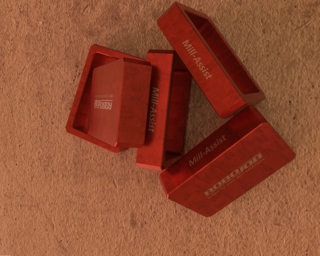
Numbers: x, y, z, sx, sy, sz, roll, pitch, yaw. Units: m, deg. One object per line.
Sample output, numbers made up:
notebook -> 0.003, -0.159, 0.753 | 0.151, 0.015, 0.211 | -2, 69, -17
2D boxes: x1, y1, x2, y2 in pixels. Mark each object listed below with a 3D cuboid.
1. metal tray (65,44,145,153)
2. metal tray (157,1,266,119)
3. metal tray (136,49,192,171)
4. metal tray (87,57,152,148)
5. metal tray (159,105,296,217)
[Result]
metal tray -> -0.070, -0.041, 0.431 | 0.090, 0.030, 0.129 | 21, 97, 18
metal tray -> 0.061, -0.076, 0.351 | 0.030, 0.091, 0.130 | -38, 78, 30
metal tray -> 0.009, -0.020, 0.372 | 0.030, 0.090, 0.129 | 7, 93, 20
metal tray -> -0.053, -0.030, 0.368 | 0.130, 0.030, 0.089 | 11, 95, 64
metal tray -> 0.076, 0.043, 0.348 | 0.130, 0.090, 0.030 | -40, 43, 15
